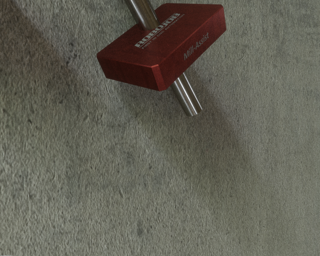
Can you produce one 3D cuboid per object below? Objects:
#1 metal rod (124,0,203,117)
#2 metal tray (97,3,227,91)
[{"bbox_3d":[-0.023,-0.137,0.349,0.025,0.025,0.299,-48,122,-29],"label":"metal rod"},{"bbox_3d":[0.004,-0.099,0.353,0.131,0.090,0.030,-47,137,-29],"label":"metal tray"}]
